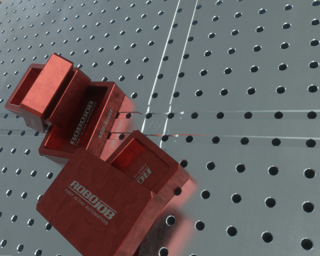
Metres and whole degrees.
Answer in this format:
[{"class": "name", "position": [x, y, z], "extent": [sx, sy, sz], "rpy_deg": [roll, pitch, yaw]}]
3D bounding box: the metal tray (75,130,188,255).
[{"class": "metal tray", "position": [-0.041, 0.076, 0.378], "extent": [0.130, 0.030, 0.090], "rpy_deg": [-48, 52, -6]}]

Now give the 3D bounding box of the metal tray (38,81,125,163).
[{"class": "metal tray", "position": [-0.118, -0.010, 0.470], "extent": [0.090, 0.030, 0.130], "rpy_deg": [5, 64, 30]}]

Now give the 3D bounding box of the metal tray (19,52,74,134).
[{"class": "metal tray", "position": [-0.169, -0.047, 0.469], "extent": [0.090, 0.030, 0.130], "rpy_deg": [-66, 13, -19]}]

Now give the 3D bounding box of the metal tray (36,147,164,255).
[{"class": "metal tray", "position": [-0.071, 0.086, 0.349], "extent": [0.130, 0.030, 0.090], "rpy_deg": [25, 75, 36]}]

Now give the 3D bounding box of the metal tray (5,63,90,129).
[{"class": "metal tray", "position": [-0.180, -0.055, 0.490], "extent": [0.130, 0.030, 0.090], "rpy_deg": [13, 70, 36]}]
